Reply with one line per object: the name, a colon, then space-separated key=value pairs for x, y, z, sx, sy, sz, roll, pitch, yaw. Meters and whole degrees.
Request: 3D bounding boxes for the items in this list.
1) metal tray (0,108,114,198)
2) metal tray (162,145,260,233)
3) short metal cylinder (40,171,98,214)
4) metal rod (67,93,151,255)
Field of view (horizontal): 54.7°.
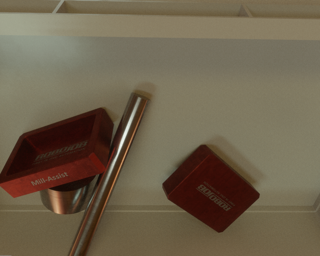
metal tray: x=-0.127 y=0.029 z=0.389 sx=0.130 sy=0.090 sz=0.030 roll=-17 pitch=128 yaw=13
metal tray: x=0.079 y=0.095 z=0.468 sx=0.090 sy=0.030 sz=0.130 roll=-46 pitch=119 yaw=8
short metal cylinder: x=-0.127 y=0.072 z=0.433 sx=0.081 sy=0.080 sz=0.050 roll=5 pitch=130 yaw=-5
metal rod: x=-0.080 y=0.096 z=0.409 sx=0.025 sy=0.025 sz=0.298 roll=20 pitch=102 yaw=-16
